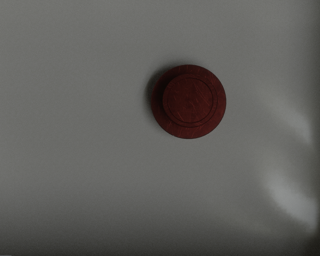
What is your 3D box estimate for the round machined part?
[{"bbox_3d":[0.037,-0.034,0.403,0.099,0.042,0.097,0,90,0],"label":"round machined part"}]
